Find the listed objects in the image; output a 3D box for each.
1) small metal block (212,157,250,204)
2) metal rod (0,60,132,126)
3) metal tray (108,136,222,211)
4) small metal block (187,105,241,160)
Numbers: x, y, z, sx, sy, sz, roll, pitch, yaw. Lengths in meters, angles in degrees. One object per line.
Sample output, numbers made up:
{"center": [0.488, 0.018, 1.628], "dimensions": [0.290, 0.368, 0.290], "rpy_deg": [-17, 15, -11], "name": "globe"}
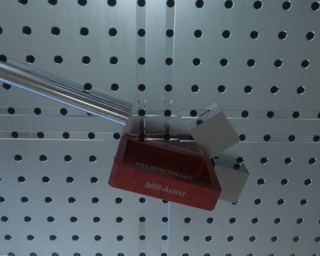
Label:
{"center": [0.092, 0.074, 0.442], "dimensions": [0.050, 0.025, 0.050], "rpy_deg": [16, 109, -6], "name": "small metal block"}
{"center": [-0.182, -0.065, 0.386], "dimensions": [0.302, 0.025, 0.025], "rpy_deg": [20, 109, -8], "name": "metal rod"}
{"center": [0.006, 0.055, 0.399], "dimensions": [0.131, 0.090, 0.030], "rpy_deg": [15, 109, -6], "name": "metal tray"}
{"center": [0.072, 0.006, 0.417], "dimensions": [0.050, 0.025, 0.050], "rpy_deg": [-33, 107, 11], "name": "small metal block"}
